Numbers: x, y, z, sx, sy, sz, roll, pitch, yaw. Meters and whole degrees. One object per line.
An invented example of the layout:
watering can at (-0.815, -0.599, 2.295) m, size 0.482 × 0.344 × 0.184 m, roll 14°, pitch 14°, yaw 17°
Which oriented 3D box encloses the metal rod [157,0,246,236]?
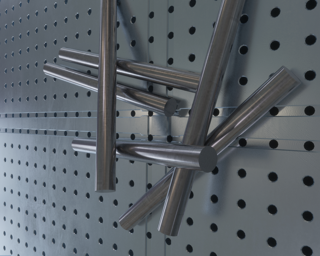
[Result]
metal rod at (0.049, -0.026, 0.345) m, size 0.025 × 0.025 × 0.299 m, roll 18°, pitch 94°, yaw 38°

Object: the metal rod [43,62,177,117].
metal rod at (-0.097, -0.069, 0.490) m, size 0.300 × 0.025 × 0.025 m, roll 21°, pitch 103°, yaw 38°

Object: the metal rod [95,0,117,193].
metal rod at (-0.072, -0.064, 0.426) m, size 0.025 × 0.025 × 0.299 m, roll -19°, pitch 64°, yaw 38°

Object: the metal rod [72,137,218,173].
metal rod at (-0.046, 0.028, 0.408) m, size 0.299 × 0.025 × 0.025 m, roll 1°, pitch 91°, yaw 52°

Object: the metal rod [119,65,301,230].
metal rod at (0.040, 0.042, 0.377) m, size 0.299 × 0.025 × 0.025 m, roll -47°, pitch 62°, yaw 30°

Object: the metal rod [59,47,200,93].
metal rod at (-0.057, -0.091, 0.457) m, size 0.300 × 0.025 × 0.025 m, roll 20°, pitch 103°, yaw 38°
